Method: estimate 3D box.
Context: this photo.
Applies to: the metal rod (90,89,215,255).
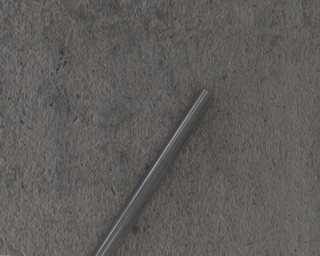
[{"bbox_3d":[-0.016,0.075,0.402,0.025,0.025,0.300,37,78,-16],"label":"metal rod"}]
